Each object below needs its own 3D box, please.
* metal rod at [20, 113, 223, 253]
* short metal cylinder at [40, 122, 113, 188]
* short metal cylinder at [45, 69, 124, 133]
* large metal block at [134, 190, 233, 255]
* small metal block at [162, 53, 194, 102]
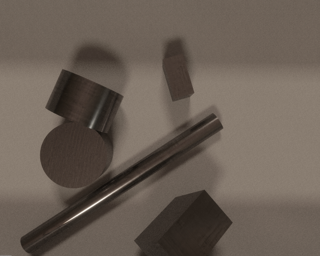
[{"bbox_3d":[-0.049,0.072,0.410,0.301,0.025,0.025,-33,90,-1],"label":"metal rod"},{"bbox_3d":[-0.104,0.033,0.398,0.081,0.050,0.079,0,90,-1],"label":"short metal cylinder"},{"bbox_3d":[-0.092,-0.032,0.383,0.080,0.080,0.050,24,90,-1],"label":"short metal cylinder"},{"bbox_3d":[0.026,0.124,0.370,0.080,0.080,0.050,-40,90,-29],"label":"large metal block"},{"bbox_3d":[0.022,-0.063,0.399,0.025,0.050,0.050,-16,90,0],"label":"small metal block"}]
